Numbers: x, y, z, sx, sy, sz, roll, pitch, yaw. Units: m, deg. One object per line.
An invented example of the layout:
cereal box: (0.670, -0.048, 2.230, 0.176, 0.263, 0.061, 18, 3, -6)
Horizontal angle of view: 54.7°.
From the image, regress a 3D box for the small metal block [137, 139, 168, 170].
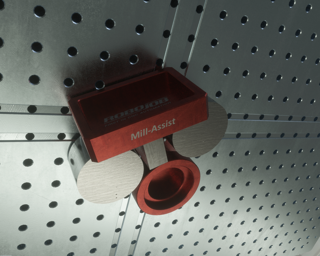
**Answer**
small metal block: (-0.016, 0.016, 0.391, 0.025, 0.050, 0.050, -23, 127, -15)

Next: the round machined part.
round machined part: (0.005, 0.074, 0.443, 0.099, 0.042, 0.097, -14, 124, -21)

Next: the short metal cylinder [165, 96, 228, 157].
short metal cylinder: (0.041, -0.008, 0.408, 0.081, 0.050, 0.079, -14, 124, -21)

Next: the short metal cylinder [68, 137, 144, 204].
short metal cylinder: (-0.067, 0.046, 0.382, 0.081, 0.050, 0.079, -14, 124, -21)

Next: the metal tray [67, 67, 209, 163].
metal tray: (-0.025, -0.021, 0.337, 0.131, 0.090, 0.030, -21, 127, -15)
